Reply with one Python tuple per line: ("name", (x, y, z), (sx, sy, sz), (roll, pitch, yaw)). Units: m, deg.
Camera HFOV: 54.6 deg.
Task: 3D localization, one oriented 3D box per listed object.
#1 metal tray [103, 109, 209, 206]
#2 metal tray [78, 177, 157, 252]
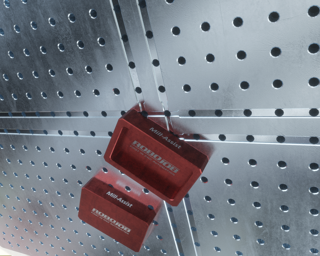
("metal tray", (-0.009, 0.044, 0.440), (0.130, 0.030, 0.089), (33, 129, 6))
("metal tray", (-0.079, 0.153, 0.545), (0.130, 0.030, 0.089), (26, 128, 11))
